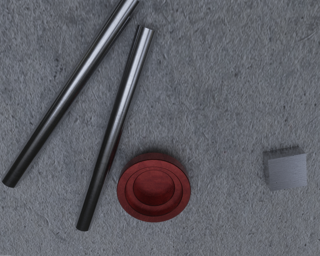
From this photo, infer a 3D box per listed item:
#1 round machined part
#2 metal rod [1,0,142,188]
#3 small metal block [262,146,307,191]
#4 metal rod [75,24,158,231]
[{"bbox_3d":[-0.008,0.078,0.429,0.099,0.042,0.097,0,110,0],"label":"round machined part"},{"bbox_3d":[-0.120,-0.037,0.394,0.025,0.025,0.299,35,106,-12],"label":"metal rod"},{"bbox_3d":[0.174,0.057,0.432,0.050,0.025,0.050,-10,110,3],"label":"small metal block"},{"bbox_3d":[-0.065,0.014,0.414,0.025,0.025,0.298,18,109,-7],"label":"metal rod"}]
